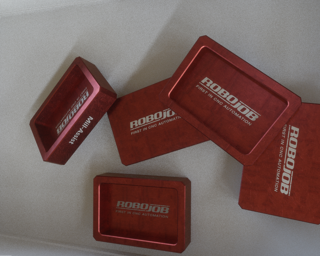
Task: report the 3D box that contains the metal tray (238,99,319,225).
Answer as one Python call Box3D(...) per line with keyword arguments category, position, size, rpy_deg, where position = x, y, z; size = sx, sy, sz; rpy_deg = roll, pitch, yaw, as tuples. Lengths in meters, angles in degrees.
Box3D(category="metal tray", position=(0.145, 0.035, 0.356), size=(0.090, 0.030, 0.129), rpy_deg=(8, 93, 19))

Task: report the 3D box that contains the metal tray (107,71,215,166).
Box3D(category="metal tray", position=(0.001, -0.011, 0.408), size=(0.130, 0.030, 0.090), rpy_deg=(-19, 84, 19))

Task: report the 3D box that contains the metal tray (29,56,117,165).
Box3D(category="metal tray", position=(-0.125, -0.024, 0.433), size=(0.130, 0.030, 0.090), rpy_deg=(-49, 50, 13))

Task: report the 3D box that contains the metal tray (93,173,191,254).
Box3D(category="metal tray", position=(-0.025, 0.110, 0.416), size=(0.130, 0.030, 0.089), rpy_deg=(1, 90, 20))

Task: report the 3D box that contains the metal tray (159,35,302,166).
Box3D(category="metal tray", position=(0.075, -0.031, 0.348), size=(0.130, 0.030, 0.090), rpy_deg=(39, 102, 15))
